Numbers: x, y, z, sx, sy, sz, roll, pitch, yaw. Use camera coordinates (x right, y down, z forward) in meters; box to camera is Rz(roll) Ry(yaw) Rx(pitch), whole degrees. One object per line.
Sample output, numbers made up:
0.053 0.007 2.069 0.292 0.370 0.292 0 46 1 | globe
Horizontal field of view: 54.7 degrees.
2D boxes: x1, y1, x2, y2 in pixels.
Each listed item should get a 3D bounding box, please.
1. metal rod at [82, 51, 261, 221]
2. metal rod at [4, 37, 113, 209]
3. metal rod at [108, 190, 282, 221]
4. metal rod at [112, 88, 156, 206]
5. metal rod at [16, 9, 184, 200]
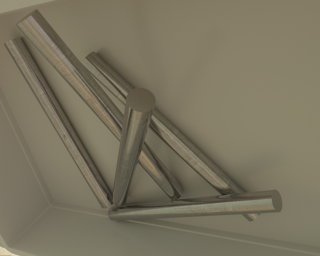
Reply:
0.017 0.012 0.407 0.300 0.025 0.025 43 129 -2 | metal rod
-0.150 0.003 0.489 0.025 0.025 0.299 -13 112 33 | metal rod
0.025 0.116 0.445 0.299 0.025 0.025 -18 109 42 | metal rod
-0.042 0.047 0.392 0.025 0.025 0.298 32 150 7 | metal rod
-0.051 -0.005 0.374 0.025 0.025 0.300 -11 131 33 | metal rod
